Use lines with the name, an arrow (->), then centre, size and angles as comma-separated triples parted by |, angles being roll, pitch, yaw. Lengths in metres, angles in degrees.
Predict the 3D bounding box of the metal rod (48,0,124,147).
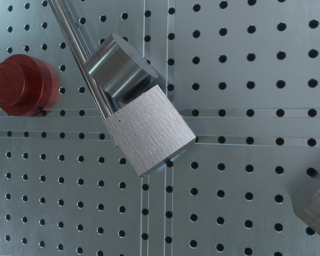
metal rod -> -0.115, -0.111, 0.453 | 0.025, 0.025, 0.299 | -29, 81, 18

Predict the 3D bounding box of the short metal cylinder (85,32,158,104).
short metal cylinder -> -0.049, -0.076, 0.401 | 0.050, 0.080, 0.080 | -44, 77, 15

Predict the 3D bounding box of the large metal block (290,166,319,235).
large metal block -> 0.184, 0.067, 0.318 | 0.050, 0.080, 0.080 | 41, 103, 15

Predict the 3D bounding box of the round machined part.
round machined part -> -0.223, -0.067, 0.482 | 0.098, 0.042, 0.097 | 0, 90, 20

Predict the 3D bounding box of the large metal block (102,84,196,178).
large metal block -> -0.012, 0.006, 0.391 | 0.080, 0.050, 0.080 | -34, 78, -4
